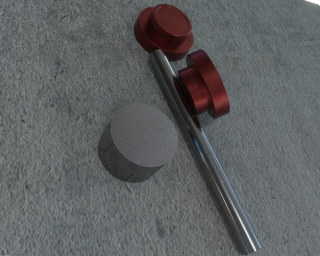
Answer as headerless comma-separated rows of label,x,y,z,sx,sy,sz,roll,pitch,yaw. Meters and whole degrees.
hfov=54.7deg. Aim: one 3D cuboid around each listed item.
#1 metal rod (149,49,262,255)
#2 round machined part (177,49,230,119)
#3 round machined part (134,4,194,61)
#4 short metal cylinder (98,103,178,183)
metal rod,0.053,0.018,0.420,0.025,0.025,0.299,-12,68,-33
round machined part,0.056,-0.056,0.434,0.042,0.098,0.098,-24,72,1
round machined part,0.011,-0.159,0.496,0.099,0.042,0.098,14,56,-21
short metal cylinder,-0.026,0.018,0.363,0.081,0.050,0.080,14,56,-21
